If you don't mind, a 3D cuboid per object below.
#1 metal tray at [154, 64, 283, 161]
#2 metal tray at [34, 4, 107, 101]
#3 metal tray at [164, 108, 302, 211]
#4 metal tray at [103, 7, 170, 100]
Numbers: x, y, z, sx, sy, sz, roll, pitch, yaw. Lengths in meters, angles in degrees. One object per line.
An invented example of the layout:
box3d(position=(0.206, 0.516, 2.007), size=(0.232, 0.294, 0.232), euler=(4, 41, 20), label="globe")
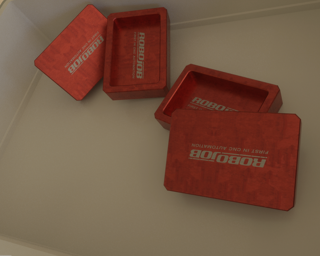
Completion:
box3d(position=(0.068, -0.023, 0.380), size=(0.130, 0.030, 0.090), euler=(23, 74, 36), label="metal tray")
box3d(position=(-0.122, -0.119, 0.498), size=(0.130, 0.090, 0.030), euler=(-50, 16, -7), label="metal tray")
box3d(position=(0.073, 0.029, 0.322), size=(0.130, 0.030, 0.089), euler=(4, 85, 26), label="metal tray")
box3d(position=(-0.032, -0.108, 0.452), size=(0.090, 0.030, 0.129), euler=(-3, 73, 11), label="metal tray")
